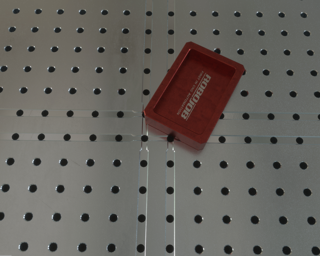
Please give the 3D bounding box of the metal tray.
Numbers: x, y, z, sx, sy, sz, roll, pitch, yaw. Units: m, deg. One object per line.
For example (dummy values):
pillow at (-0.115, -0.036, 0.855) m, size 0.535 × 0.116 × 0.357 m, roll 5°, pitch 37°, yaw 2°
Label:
metal tray at (0.048, -0.047, 0.426) m, size 0.090 × 0.030 × 0.130 m, roll 28°, pitch 72°, yaw 9°
